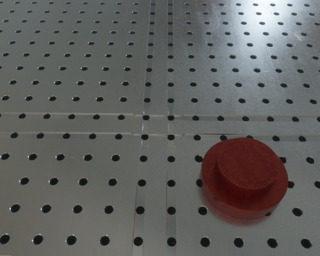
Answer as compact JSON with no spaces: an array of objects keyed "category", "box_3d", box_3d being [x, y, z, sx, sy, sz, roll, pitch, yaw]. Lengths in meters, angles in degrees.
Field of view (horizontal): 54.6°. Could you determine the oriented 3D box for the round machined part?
[{"category":"round machined part","box_3d":[0.097,0.050,0.356,0.099,0.042,0.098,0,50,0]}]
